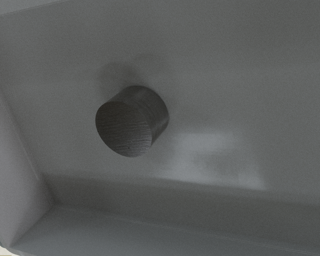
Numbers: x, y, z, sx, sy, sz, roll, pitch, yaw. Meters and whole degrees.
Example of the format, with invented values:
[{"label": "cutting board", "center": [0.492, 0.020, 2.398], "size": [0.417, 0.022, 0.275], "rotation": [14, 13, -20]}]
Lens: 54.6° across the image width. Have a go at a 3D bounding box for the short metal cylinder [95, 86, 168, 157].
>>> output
[{"label": "short metal cylinder", "center": [-0.036, -0.009, 0.404], "size": [0.080, 0.050, 0.080], "rotation": [13, 124, 21]}]
